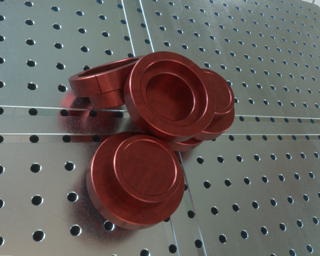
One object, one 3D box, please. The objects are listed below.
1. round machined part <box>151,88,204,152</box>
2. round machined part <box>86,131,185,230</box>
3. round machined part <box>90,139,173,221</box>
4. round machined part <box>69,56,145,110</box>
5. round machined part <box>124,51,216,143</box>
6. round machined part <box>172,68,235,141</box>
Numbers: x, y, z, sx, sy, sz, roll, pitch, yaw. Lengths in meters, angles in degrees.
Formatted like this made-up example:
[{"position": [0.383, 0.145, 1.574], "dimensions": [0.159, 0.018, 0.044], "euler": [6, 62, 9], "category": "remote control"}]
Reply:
[{"position": [0.027, -0.023, 0.398], "dimensions": [0.099, 0.042, 0.098], "euler": [13, 56, -21], "category": "round machined part"}, {"position": [-0.018, 0.046, 0.305], "dimensions": [0.099, 0.042, 0.098], "euler": [13, 56, -21], "category": "round machined part"}, {"position": [-0.023, 0.047, 0.329], "dimensions": [0.099, 0.042, 0.098], "euler": [13, 56, -21], "category": "round machined part"}, {"position": [-0.055, -0.054, 0.375], "dimensions": [0.099, 0.098, 0.042], "euler": [-31, 114, -38], "category": "round machined part"}, {"position": [0.008, -0.030, 0.337], "dimensions": [0.099, 0.042, 0.098], "euler": [9, 66, -22], "category": "round machined part"}, {"position": [0.055, -0.037, 0.393], "dimensions": [0.099, 0.042, 0.098], "euler": [14, 55, -20], "category": "round machined part"}]
